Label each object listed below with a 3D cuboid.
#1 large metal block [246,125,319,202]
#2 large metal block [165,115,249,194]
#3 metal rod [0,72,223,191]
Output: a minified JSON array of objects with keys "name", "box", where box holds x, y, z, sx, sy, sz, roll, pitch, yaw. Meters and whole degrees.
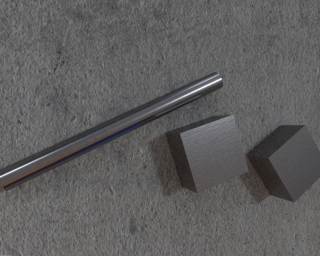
[{"name":"large metal block","box":[0.193,0.051,0.469,0.080,0.050,0.080,-37,102,-17]},{"name":"large metal block","box":[0.063,0.032,0.420,0.081,0.050,0.080,-19,97,-19]},{"name":"metal rod","box":[-0.047,-0.004,0.392,0.302,0.025,0.025,-26,99,-19]}]
